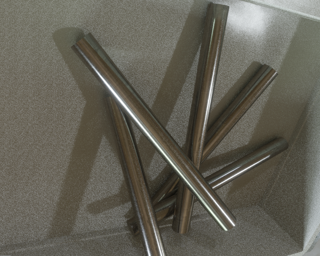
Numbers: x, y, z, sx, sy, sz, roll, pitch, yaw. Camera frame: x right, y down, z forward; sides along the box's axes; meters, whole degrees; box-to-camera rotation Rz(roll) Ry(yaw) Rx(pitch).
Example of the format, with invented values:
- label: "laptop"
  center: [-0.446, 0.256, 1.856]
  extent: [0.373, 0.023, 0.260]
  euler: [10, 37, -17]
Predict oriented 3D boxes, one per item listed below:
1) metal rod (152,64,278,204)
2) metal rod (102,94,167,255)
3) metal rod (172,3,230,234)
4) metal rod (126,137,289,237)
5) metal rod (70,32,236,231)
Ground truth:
- label: "metal rod"
  center: [0.065, 0.031, 0.463]
  extent: [0.025, 0.025, 0.299]
  euler: [33, 100, -38]
- label: "metal rod"
  center: [-0.018, 0.106, 0.379]
  extent: [0.025, 0.025, 0.298]
  euler: [-17, 98, -19]
- label: "metal rod"
  center: [0.048, 0.000, 0.399]
  extent: [0.025, 0.025, 0.298]
  euler: [-1, 108, -28]
- label: "metal rod"
  center: [0.087, 0.083, 0.485]
  extent: [0.302, 0.025, 0.025]
  euler: [-24, 128, -23]
- label: "metal rod"
  center: [0.006, 0.020, 0.367]
  extent: [0.025, 0.025, 0.300]
  euler: [-39, 112, -2]
